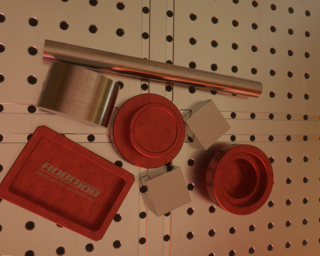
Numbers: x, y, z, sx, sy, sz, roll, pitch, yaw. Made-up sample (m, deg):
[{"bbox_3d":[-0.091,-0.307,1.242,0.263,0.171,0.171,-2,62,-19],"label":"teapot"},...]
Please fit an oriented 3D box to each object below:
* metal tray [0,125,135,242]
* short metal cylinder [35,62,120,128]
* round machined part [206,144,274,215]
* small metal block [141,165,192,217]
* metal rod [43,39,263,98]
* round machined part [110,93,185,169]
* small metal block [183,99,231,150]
[{"bbox_3d":[-0.108,0.066,0.370,0.130,0.030,0.090,32,80,-17],"label":"metal tray"},{"bbox_3d":[-0.091,-0.035,0.349,0.081,0.080,0.050,19,84,-19],"label":"short metal cylinder"},{"bbox_3d":[0.109,0.071,0.444,0.099,0.042,0.097,0,90,-20],"label":"round machined part"},{"bbox_3d":[0.008,0.083,0.416,0.050,0.025,0.050,-20,97,-19],"label":"small metal block"},{"bbox_3d":[0.005,-0.075,0.414,0.302,0.025,0.025,7,88,-20],"label":"metal rod"},{"bbox_3d":[-0.012,0.004,0.398,0.099,0.042,0.097,1,87,-20],"label":"round machined part"},{"bbox_3d":[0.063,-0.005,0.436,0.050,0.025,0.050,-40,103,-16],"label":"small metal block"}]
